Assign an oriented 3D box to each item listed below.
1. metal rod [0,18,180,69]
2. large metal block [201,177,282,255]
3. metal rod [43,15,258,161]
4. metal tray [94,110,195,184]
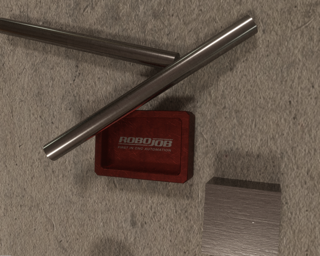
[{"bbox_3d":[-0.116,-0.124,0.448,0.301,0.025,0.025,16,95,18],"label":"metal rod"},{"bbox_3d":[0.096,0.105,0.362,0.080,0.050,0.079,4,91,19],"label":"large metal block"},{"bbox_3d":[-0.017,-0.046,0.388,0.300,0.025,0.025,-32,80,7],"label":"metal rod"},{"bbox_3d":[-0.022,0.021,0.412,0.130,0.030,0.089,2,91,19],"label":"metal tray"}]
